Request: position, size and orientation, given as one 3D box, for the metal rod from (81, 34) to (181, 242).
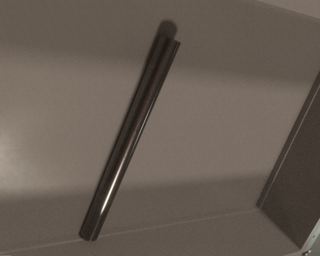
[{"bbox_3d":[-0.045,0.027,0.401,0.025,0.025,0.298,11,113,-33],"label":"metal rod"}]
